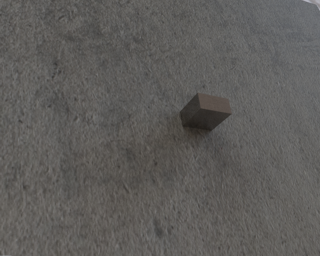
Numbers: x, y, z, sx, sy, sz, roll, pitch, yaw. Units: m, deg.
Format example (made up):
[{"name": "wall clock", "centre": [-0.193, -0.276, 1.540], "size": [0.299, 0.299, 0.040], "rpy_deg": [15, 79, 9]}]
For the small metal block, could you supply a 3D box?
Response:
[{"name": "small metal block", "centre": [0.064, -0.022, 0.437], "size": [0.050, 0.050, 0.025], "rpy_deg": [8, 59, -25]}]
